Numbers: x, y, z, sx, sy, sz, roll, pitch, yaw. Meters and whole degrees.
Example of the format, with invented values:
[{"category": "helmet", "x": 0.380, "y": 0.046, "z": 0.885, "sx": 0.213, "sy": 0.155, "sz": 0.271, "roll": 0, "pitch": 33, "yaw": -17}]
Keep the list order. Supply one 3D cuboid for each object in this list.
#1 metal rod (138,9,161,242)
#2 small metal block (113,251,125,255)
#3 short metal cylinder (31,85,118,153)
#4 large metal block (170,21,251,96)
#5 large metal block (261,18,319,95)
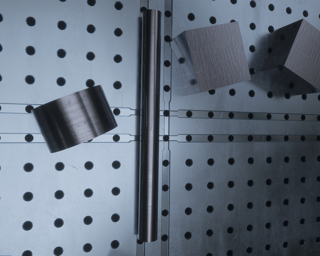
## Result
[{"category": "metal rod", "x": -0.013, "y": -0.003, "z": 0.408, "sx": 0.025, "sy": 0.025, "sz": 0.298, "roll": 1, "pitch": 90, "yaw": -20}, {"category": "small metal block", "x": -0.046, "y": 0.195, "z": 0.397, "sx": 0.050, "sy": 0.025, "sz": 0.050, "roll": 32, "pitch": 79, "yaw": -18}, {"category": "short metal cylinder", "x": -0.095, "y": -0.011, "z": 0.349, "sx": 0.081, "sy": 0.080, "sz": 0.050, "roll": -24, "pitch": 98, "yaw": -19}, {"category": "large metal block", "x": 0.069, "y": -0.094, "z": 0.426, "sx": 0.081, "sy": 0.050, "sz": 0.080, "roll": -16, "pitch": 96, "yaw": -20}, {"category": "large metal block", "x": 0.218, "y": -0.107, "z": 0.482, "sx": 0.080, "sy": 0.050, "sz": 0.080, "roll": 27, "pitch": 81, "yaw": -18}]
